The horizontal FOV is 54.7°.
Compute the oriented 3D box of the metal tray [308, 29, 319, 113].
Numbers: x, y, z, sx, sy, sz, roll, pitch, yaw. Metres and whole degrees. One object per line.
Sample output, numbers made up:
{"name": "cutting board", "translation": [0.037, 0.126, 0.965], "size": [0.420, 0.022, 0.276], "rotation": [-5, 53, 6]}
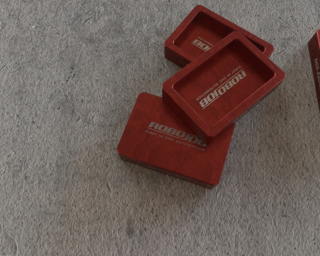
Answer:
{"name": "metal tray", "translation": [0.268, -0.076, 0.434], "size": [0.091, 0.030, 0.130], "rotation": [1, 70, 0]}

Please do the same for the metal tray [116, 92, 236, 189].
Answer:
{"name": "metal tray", "translation": [0.021, 0.015, 0.400], "size": [0.131, 0.030, 0.090], "rotation": [18, 71, 6]}

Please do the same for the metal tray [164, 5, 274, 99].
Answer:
{"name": "metal tray", "translation": [0.083, -0.110, 0.445], "size": [0.130, 0.030, 0.090], "rotation": [34, 73, 11]}

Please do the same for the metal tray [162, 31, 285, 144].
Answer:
{"name": "metal tray", "translation": [0.079, -0.054, 0.392], "size": [0.130, 0.030, 0.090], "rotation": [-38, 75, -13]}
